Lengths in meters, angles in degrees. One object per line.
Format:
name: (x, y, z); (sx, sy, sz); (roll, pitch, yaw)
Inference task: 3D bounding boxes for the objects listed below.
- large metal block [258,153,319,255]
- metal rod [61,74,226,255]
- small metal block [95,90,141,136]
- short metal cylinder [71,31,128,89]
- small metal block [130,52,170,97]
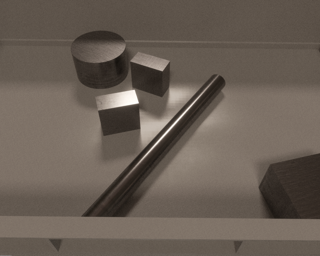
large metal block: (0.165, 0.076, 0.327); (0.081, 0.050, 0.080); (-11, 51, -9)
metal rod: (-0.001, 0.023, 0.385); (0.025, 0.025, 0.301); (29, 55, 22)
small metal block: (-0.054, -0.019, 0.404); (0.050, 0.050, 0.025); (-11, 51, -10)
short metal cylinder: (-0.091, -0.106, 0.476); (0.081, 0.050, 0.080); (0, 50, 0)
small metal block: (-0.014, -0.078, 0.454); (0.050, 0.050, 0.025); (20, 53, 15)
